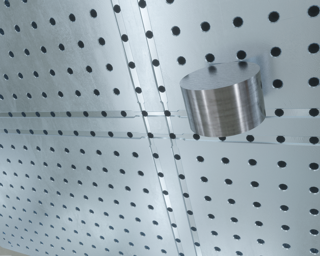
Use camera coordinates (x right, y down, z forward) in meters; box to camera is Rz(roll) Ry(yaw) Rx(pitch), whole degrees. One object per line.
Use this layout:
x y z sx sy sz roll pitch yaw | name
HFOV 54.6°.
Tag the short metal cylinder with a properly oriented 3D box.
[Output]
0.065 -0.032 0.322 0.080 0.080 0.050 -1 118 29 | short metal cylinder
